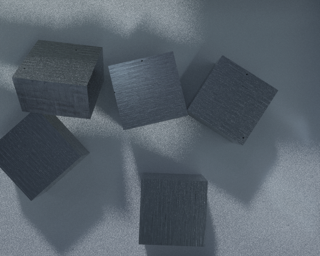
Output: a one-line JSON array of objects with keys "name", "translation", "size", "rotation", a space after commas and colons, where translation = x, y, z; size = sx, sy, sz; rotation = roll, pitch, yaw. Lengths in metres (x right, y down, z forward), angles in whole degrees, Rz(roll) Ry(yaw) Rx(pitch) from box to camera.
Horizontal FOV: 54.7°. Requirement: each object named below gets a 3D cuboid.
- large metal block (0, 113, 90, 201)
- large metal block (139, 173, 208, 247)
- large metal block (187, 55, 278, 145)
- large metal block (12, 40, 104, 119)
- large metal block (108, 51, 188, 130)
[{"name": "large metal block", "translation": [-0.152, 0.032, 0.397], "size": [0.080, 0.050, 0.080], "rotation": [-42, 91, 0]}, {"name": "large metal block", "translation": [0.016, 0.102, 0.399], "size": [0.081, 0.050, 0.079], "rotation": [2, 90, -1]}, {"name": "large metal block", "translation": [0.088, -0.034, 0.400], "size": [0.080, 0.050, 0.080], "rotation": [32, 90, -1]}, {"name": "large metal block", "translation": [-0.117, -0.060, 0.376], "size": [0.081, 0.050, 0.080], "rotation": [7, 45, -1]}, {"name": "large metal block", "translation": [-0.014, -0.045, 0.399], "size": [0.080, 0.050, 0.080], "rotation": [-13, 90, -1]}]
